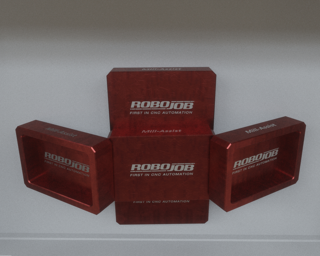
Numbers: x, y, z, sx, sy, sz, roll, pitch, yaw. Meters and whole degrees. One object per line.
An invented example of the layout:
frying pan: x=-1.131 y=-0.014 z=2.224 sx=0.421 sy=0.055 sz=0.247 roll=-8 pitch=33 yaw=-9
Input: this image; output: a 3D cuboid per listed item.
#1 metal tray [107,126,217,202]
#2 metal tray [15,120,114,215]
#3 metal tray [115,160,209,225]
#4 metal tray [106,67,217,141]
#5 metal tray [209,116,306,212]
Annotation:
metal tray: x=0.003 y=0.046 z=0.392 sx=0.131 sy=0.030 sz=0.089 roll=-1 pitch=110 yaw=0
metal tray: x=-0.120 y=0.046 z=0.390 sx=0.130 sy=0.030 sz=0.089 roll=12 pitch=114 yaw=26
metal tray: x=0.003 y=0.090 z=0.439 sx=0.131 sy=0.030 sz=0.089 roll=-1 pitch=110 yaw=-1
metal tray: x=0.002 y=-0.030 z=0.395 sx=0.131 sy=0.030 sz=0.089 roll=-1 pitch=110 yaw=-1
metal tray: x=0.123 y=0.042 z=0.390 sx=0.131 sy=0.030 sz=0.089 roll=-13 pitch=113 yaw=-27
